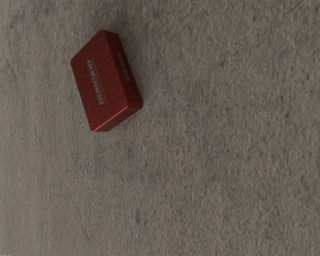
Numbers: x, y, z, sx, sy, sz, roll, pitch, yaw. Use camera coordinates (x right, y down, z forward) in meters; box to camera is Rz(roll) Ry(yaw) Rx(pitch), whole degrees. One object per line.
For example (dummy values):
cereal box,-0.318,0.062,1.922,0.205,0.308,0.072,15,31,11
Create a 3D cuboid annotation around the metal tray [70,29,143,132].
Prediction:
metal tray,-0.084,-0.069,0.469,0.090,0.030,0.130,-32,71,35
